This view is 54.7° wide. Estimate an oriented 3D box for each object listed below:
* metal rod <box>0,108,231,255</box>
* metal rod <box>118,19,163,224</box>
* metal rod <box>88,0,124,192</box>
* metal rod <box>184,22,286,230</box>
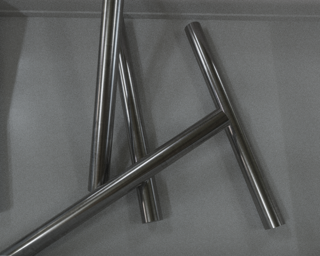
[{"bbox_3d":[-0.049,0.069,0.361,0.301,0.025,0.025,-33,74,-3],"label":"metal rod"},{"bbox_3d":[-0.038,-0.026,0.418,0.025,0.025,0.299,-11,70,-4],"label":"metal rod"},{"bbox_3d":[-0.063,-0.071,0.372,0.025,0.025,0.298,5,94,1],"label":"metal rod"},{"bbox_3d":[0.093,-0.017,0.416,0.025,0.025,0.299,-16,71,-6],"label":"metal rod"}]
